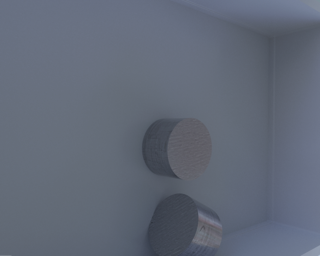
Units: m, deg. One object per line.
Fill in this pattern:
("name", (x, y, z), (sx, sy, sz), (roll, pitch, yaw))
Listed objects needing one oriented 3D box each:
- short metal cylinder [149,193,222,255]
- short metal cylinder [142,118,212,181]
("short metal cylinder", (0.032, 0.132, 0.401), (0.050, 0.080, 0.080), (36, 68, -35))
("short metal cylinder", (0.023, 0.027, 0.412), (0.081, 0.050, 0.079), (0, 90, -40))
